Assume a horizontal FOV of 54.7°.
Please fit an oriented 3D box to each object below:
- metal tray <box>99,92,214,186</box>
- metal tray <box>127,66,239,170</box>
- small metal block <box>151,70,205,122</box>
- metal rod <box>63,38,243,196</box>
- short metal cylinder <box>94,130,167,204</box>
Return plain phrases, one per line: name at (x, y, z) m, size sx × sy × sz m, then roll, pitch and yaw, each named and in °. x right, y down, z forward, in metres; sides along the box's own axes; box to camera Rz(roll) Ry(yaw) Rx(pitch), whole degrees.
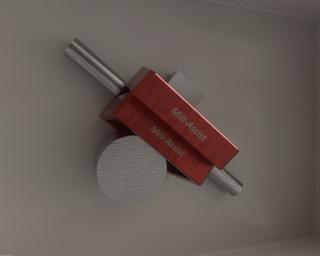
metal tray at (-0.007, 0.014, 0.373) m, size 0.130 × 0.090 × 0.030 m, roll 41°, pitch 77°, yaw -16°
metal tray at (0.023, -0.014, 0.357) m, size 0.130 × 0.090 × 0.030 m, roll 41°, pitch 94°, yaw -16°
small metal block at (0.023, -0.041, 0.418) m, size 0.050 × 0.025 × 0.050 m, roll 42°, pitch 76°, yaw -16°
metal rod at (0.002, -0.005, 0.412) m, size 0.300 × 0.025 × 0.025 m, roll 41°, pitch 77°, yaw -16°
short metal cylinder at (-0.037, 0.045, 0.377) m, size 0.081 × 0.050 × 0.079 m, roll -2°, pitch 98°, yaw -15°
